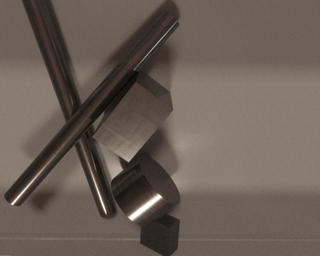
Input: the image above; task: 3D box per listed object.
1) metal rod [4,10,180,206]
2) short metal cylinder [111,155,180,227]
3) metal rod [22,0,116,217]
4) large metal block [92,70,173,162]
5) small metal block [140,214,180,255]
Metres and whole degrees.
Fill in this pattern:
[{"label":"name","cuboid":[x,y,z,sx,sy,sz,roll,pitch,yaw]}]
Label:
[{"label":"metal rod","cuboid":[-0.086,-0.020,0.379,0.025,0.025,0.299,41,96,-14]},{"label":"short metal cylinder","cuboid":[-0.018,0.082,0.412,0.050,0.080,0.080,-41,106,13]},{"label":"metal rod","cuboid":[-0.111,-0.012,0.405,0.025,0.025,0.298,-13,110,4]},{"label":"large metal block","cuboid":[-0.031,-0.018,0.375,0.050,0.080,0.080,37,106,-13]},{"label":"small metal block","cuboid":[0.000,0.152,0.453,0.050,0.025,0.050,15,110,33]}]
